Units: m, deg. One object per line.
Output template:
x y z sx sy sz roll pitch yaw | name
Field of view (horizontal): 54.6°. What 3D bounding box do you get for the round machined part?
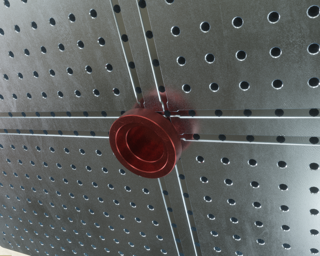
-0.016 0.017 0.420 0.098 0.042 0.097 13 124 21 | round machined part
